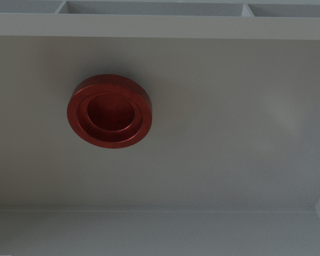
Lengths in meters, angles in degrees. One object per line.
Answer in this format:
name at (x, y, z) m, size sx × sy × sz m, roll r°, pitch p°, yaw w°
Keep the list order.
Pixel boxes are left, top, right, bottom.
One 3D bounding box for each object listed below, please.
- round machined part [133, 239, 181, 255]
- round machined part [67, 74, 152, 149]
round machined part at (-0.007, 0.260, 0.622) m, size 0.099 × 0.042 × 0.097 m, roll 0°, pitch 130°, yaw 0°
round machined part at (-0.058, -0.024, 0.377) m, size 0.099 × 0.042 × 0.097 m, roll 0°, pitch 130°, yaw 0°
